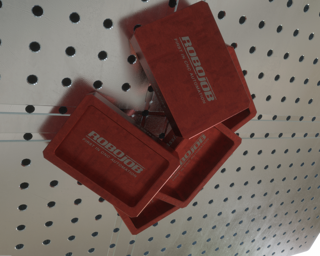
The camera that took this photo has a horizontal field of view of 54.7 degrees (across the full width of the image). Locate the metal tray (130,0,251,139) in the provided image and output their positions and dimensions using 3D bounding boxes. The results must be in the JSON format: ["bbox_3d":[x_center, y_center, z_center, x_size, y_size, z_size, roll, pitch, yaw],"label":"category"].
[{"bbox_3d":[0.035,-0.064,0.350,0.091,0.030,0.129,-27,98,-12],"label":"metal tray"}]

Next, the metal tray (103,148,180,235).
[{"bbox_3d":[-0.026,0.090,0.451,0.090,0.030,0.129,-29,129,-10],"label":"metal tray"}]

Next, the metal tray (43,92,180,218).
[{"bbox_3d":[-0.054,0.031,0.359,0.130,0.030,0.090,37,98,-9],"label":"metal tray"}]

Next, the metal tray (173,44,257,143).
[{"bbox_3d":[0.075,-0.041,0.425,0.090,0.030,0.130,-37,130,-4],"label":"metal tray"}]

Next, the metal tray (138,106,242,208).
[{"bbox_3d":[0.039,0.041,0.418,0.090,0.030,0.130,33,100,-39],"label":"metal tray"}]
